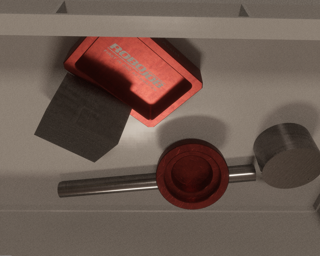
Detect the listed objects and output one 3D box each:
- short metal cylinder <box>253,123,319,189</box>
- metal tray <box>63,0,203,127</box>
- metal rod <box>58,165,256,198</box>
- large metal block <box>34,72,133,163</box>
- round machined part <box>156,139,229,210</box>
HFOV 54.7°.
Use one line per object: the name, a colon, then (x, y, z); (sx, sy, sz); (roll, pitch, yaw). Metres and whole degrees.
short metal cylinder: (0.176, 0.039, 0.429); (0.081, 0.050, 0.079); (0, 130, 0)
metal tray: (-0.027, -0.066, 0.349); (0.130, 0.030, 0.090); (36, 121, -27)
metal rod: (-0.007, 0.083, 0.479); (0.302, 0.025, 0.025); (-6, 130, 4)
large metal block: (-0.091, -0.008, 0.363); (0.080, 0.050, 0.080); (29, 148, -18)
round machined part: (0.044, 0.061, 0.435); (0.099, 0.042, 0.097); (1, 106, 2)
